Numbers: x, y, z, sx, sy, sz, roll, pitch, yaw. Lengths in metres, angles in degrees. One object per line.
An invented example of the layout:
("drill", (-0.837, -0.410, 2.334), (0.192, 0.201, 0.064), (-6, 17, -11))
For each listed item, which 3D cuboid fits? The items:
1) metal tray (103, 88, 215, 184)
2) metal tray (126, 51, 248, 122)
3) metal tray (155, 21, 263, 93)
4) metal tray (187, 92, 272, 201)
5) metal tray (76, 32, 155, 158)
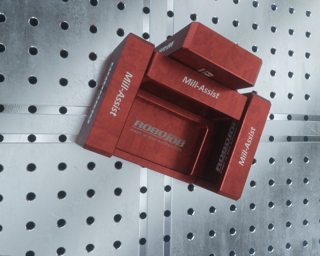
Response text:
("metal tray", (0.000, 0.011, 0.409), (0.131, 0.030, 0.090), (23, 82, -19))
("metal tray", (0.031, -0.046, 0.389), (0.131, 0.090, 0.030), (23, 83, -19))
("metal tray", (0.045, -0.075, 0.372), (0.090, 0.130, 0.030), (24, 83, -19))
("metal tray", (0.088, 0.021, 0.409), (0.030, 0.090, 0.130), (23, 83, -19))
("metal tray", (-0.055, -0.035, 0.357), (0.030, 0.090, 0.130), (23, 82, -19))
